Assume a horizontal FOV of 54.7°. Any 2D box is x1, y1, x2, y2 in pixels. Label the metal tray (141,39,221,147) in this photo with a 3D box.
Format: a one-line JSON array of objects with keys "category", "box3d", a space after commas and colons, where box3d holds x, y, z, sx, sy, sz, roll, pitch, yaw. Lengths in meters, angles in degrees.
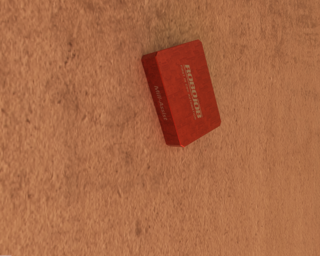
[{"category": "metal tray", "box3d": [0.034, -0.049, 0.432, 0.091, 0.030, 0.129, -27, 107, -37]}]
